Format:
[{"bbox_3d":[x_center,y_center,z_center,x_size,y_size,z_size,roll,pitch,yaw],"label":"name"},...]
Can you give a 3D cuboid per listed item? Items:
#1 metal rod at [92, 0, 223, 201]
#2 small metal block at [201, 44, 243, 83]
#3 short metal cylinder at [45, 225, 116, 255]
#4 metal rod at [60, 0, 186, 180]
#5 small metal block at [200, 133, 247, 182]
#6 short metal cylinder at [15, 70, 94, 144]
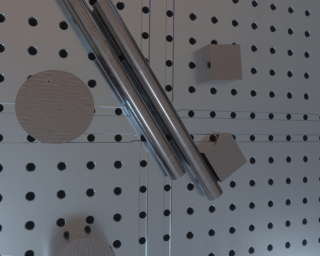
[{"bbox_3d":[0.002,-0.031,0.413,0.025,0.025,0.299,-34,101,-17],"label":"metal rod"},{"bbox_3d":[0.088,-0.092,0.445,0.050,0.025,0.050,-5,92,-20],"label":"small metal block"},{"bbox_3d":[-0.094,0.161,0.365,0.081,0.050,0.079,0,90,-20],"label":"short metal cylinder"},{"bbox_3d":[-0.051,-0.062,0.393,0.025,0.025,0.299,-34,101,-17],"label":"metal rod"},{"bbox_3d":[0.089,0.041,0.445,0.050,0.025,0.050,-35,102,-17],"label":"small metal block"},{"bbox_3d":[-0.120,-0.023,0.355,0.081,0.050,0.079,0,90,-20],"label":"short metal cylinder"}]
